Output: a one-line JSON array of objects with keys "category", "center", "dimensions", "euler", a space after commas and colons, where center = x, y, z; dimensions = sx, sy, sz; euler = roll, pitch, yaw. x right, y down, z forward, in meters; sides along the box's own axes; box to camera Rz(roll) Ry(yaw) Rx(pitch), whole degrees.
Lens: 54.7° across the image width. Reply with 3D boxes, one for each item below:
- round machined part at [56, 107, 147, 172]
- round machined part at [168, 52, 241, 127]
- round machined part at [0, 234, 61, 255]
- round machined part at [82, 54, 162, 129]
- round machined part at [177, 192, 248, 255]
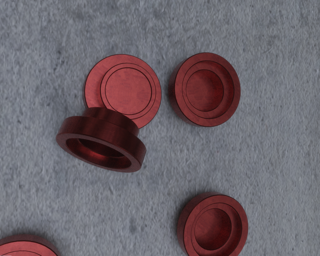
[{"category": "round machined part", "center": [-0.062, 0.012, 0.351], "dimensions": [0.098, 0.098, 0.042], "euler": [27, 63, -19]}, {"category": "round machined part", "center": [0.056, -0.050, 0.422], "dimensions": [0.099, 0.042, 0.097], "euler": [0, 90, -21]}, {"category": "round machined part", "center": [-0.157, 0.166, 0.343], "dimensions": [0.099, 0.042, 0.097], "euler": [0, 90, -21]}, {"category": "round machined part", "center": [-0.044, -0.043, 0.385], "dimensions": [0.099, 0.042, 0.097], "euler": [0, 90, -21]}, {"category": "round machined part", "center": [0.068, 0.136, 0.427], "dimensions": [0.099, 0.042, 0.097], "euler": [0, 90, -21]}]
